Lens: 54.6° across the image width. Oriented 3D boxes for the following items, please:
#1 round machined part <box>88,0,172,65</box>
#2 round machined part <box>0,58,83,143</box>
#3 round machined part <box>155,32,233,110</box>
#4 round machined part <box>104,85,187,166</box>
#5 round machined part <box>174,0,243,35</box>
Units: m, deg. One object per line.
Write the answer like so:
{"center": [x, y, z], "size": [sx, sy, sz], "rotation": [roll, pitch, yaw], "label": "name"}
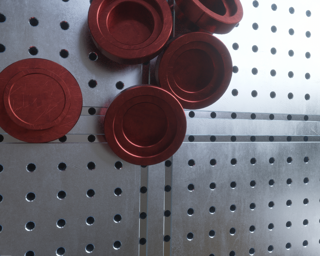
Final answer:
{"center": [-0.036, -0.124, 0.381], "size": [0.099, 0.042, 0.098], "rotation": [1, 82, -6], "label": "round machined part"}
{"center": [-0.138, -0.031, 0.352], "size": [0.099, 0.042, 0.097], "rotation": [0, 90, -20], "label": "round machined part"}
{"center": [0.041, -0.076, 0.408], "size": [0.099, 0.042, 0.097], "rotation": [-4, 110, -12], "label": "round machined part"}
{"center": [-0.019, -0.006, 0.386], "size": [0.099, 0.042, 0.097], "rotation": [-2, 104, -7], "label": "round machined part"}
{"center": [0.058, -0.161, 0.410], "size": [0.099, 0.042, 0.098], "rotation": [15, 55, -23], "label": "round machined part"}
